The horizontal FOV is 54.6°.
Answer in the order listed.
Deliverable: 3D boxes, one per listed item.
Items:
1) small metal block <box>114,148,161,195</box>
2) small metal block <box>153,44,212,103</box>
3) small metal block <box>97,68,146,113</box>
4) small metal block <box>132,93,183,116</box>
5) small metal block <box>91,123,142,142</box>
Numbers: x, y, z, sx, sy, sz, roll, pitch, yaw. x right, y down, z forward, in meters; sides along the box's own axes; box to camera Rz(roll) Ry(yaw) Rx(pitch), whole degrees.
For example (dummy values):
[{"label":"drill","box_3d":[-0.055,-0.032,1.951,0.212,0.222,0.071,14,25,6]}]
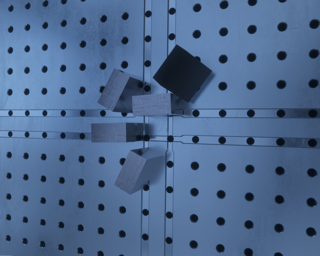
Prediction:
[{"label":"small metal block","box_3d":[-0.029,0.055,0.410,0.025,0.050,0.050,28,99,18]},{"label":"small metal block","box_3d":[0.028,-0.067,0.387,0.050,0.050,0.025,-53,39,12]},{"label":"small metal block","box_3d":[-0.051,-0.049,0.418,0.025,0.050,0.050,31,100,17]},{"label":"small metal block","box_3d":[-0.002,-0.029,0.400,0.050,0.050,0.025,-3,90,20]},{"label":"small metal block","box_3d":[-0.058,0.006,0.420,0.050,0.050,0.025,-1,90,20]}]
